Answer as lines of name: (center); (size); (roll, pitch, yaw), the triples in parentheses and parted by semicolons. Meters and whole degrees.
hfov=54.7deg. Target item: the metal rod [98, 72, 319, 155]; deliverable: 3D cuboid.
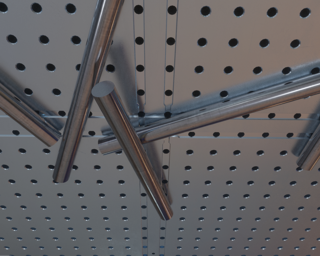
metal rod: (0.060, -0.015, 0.399); (0.301, 0.025, 0.025); (-17, 128, 13)

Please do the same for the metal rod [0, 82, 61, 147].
metal rod: (-0.229, -0.078, 0.341); (0.025, 0.025, 0.300); (-28, 125, 21)

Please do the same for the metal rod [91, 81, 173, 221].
metal rod: (-0.024, 0.054, 0.430); (0.025, 0.025, 0.299); (-11, 138, 9)

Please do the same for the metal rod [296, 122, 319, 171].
metal rod: (0.237, -0.058, 0.365); (0.025, 0.025, 0.298); (6, 130, -6)

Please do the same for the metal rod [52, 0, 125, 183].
metal rod: (-0.096, -0.032, 0.382); (0.025, 0.025, 0.298); (16, 128, -14)
